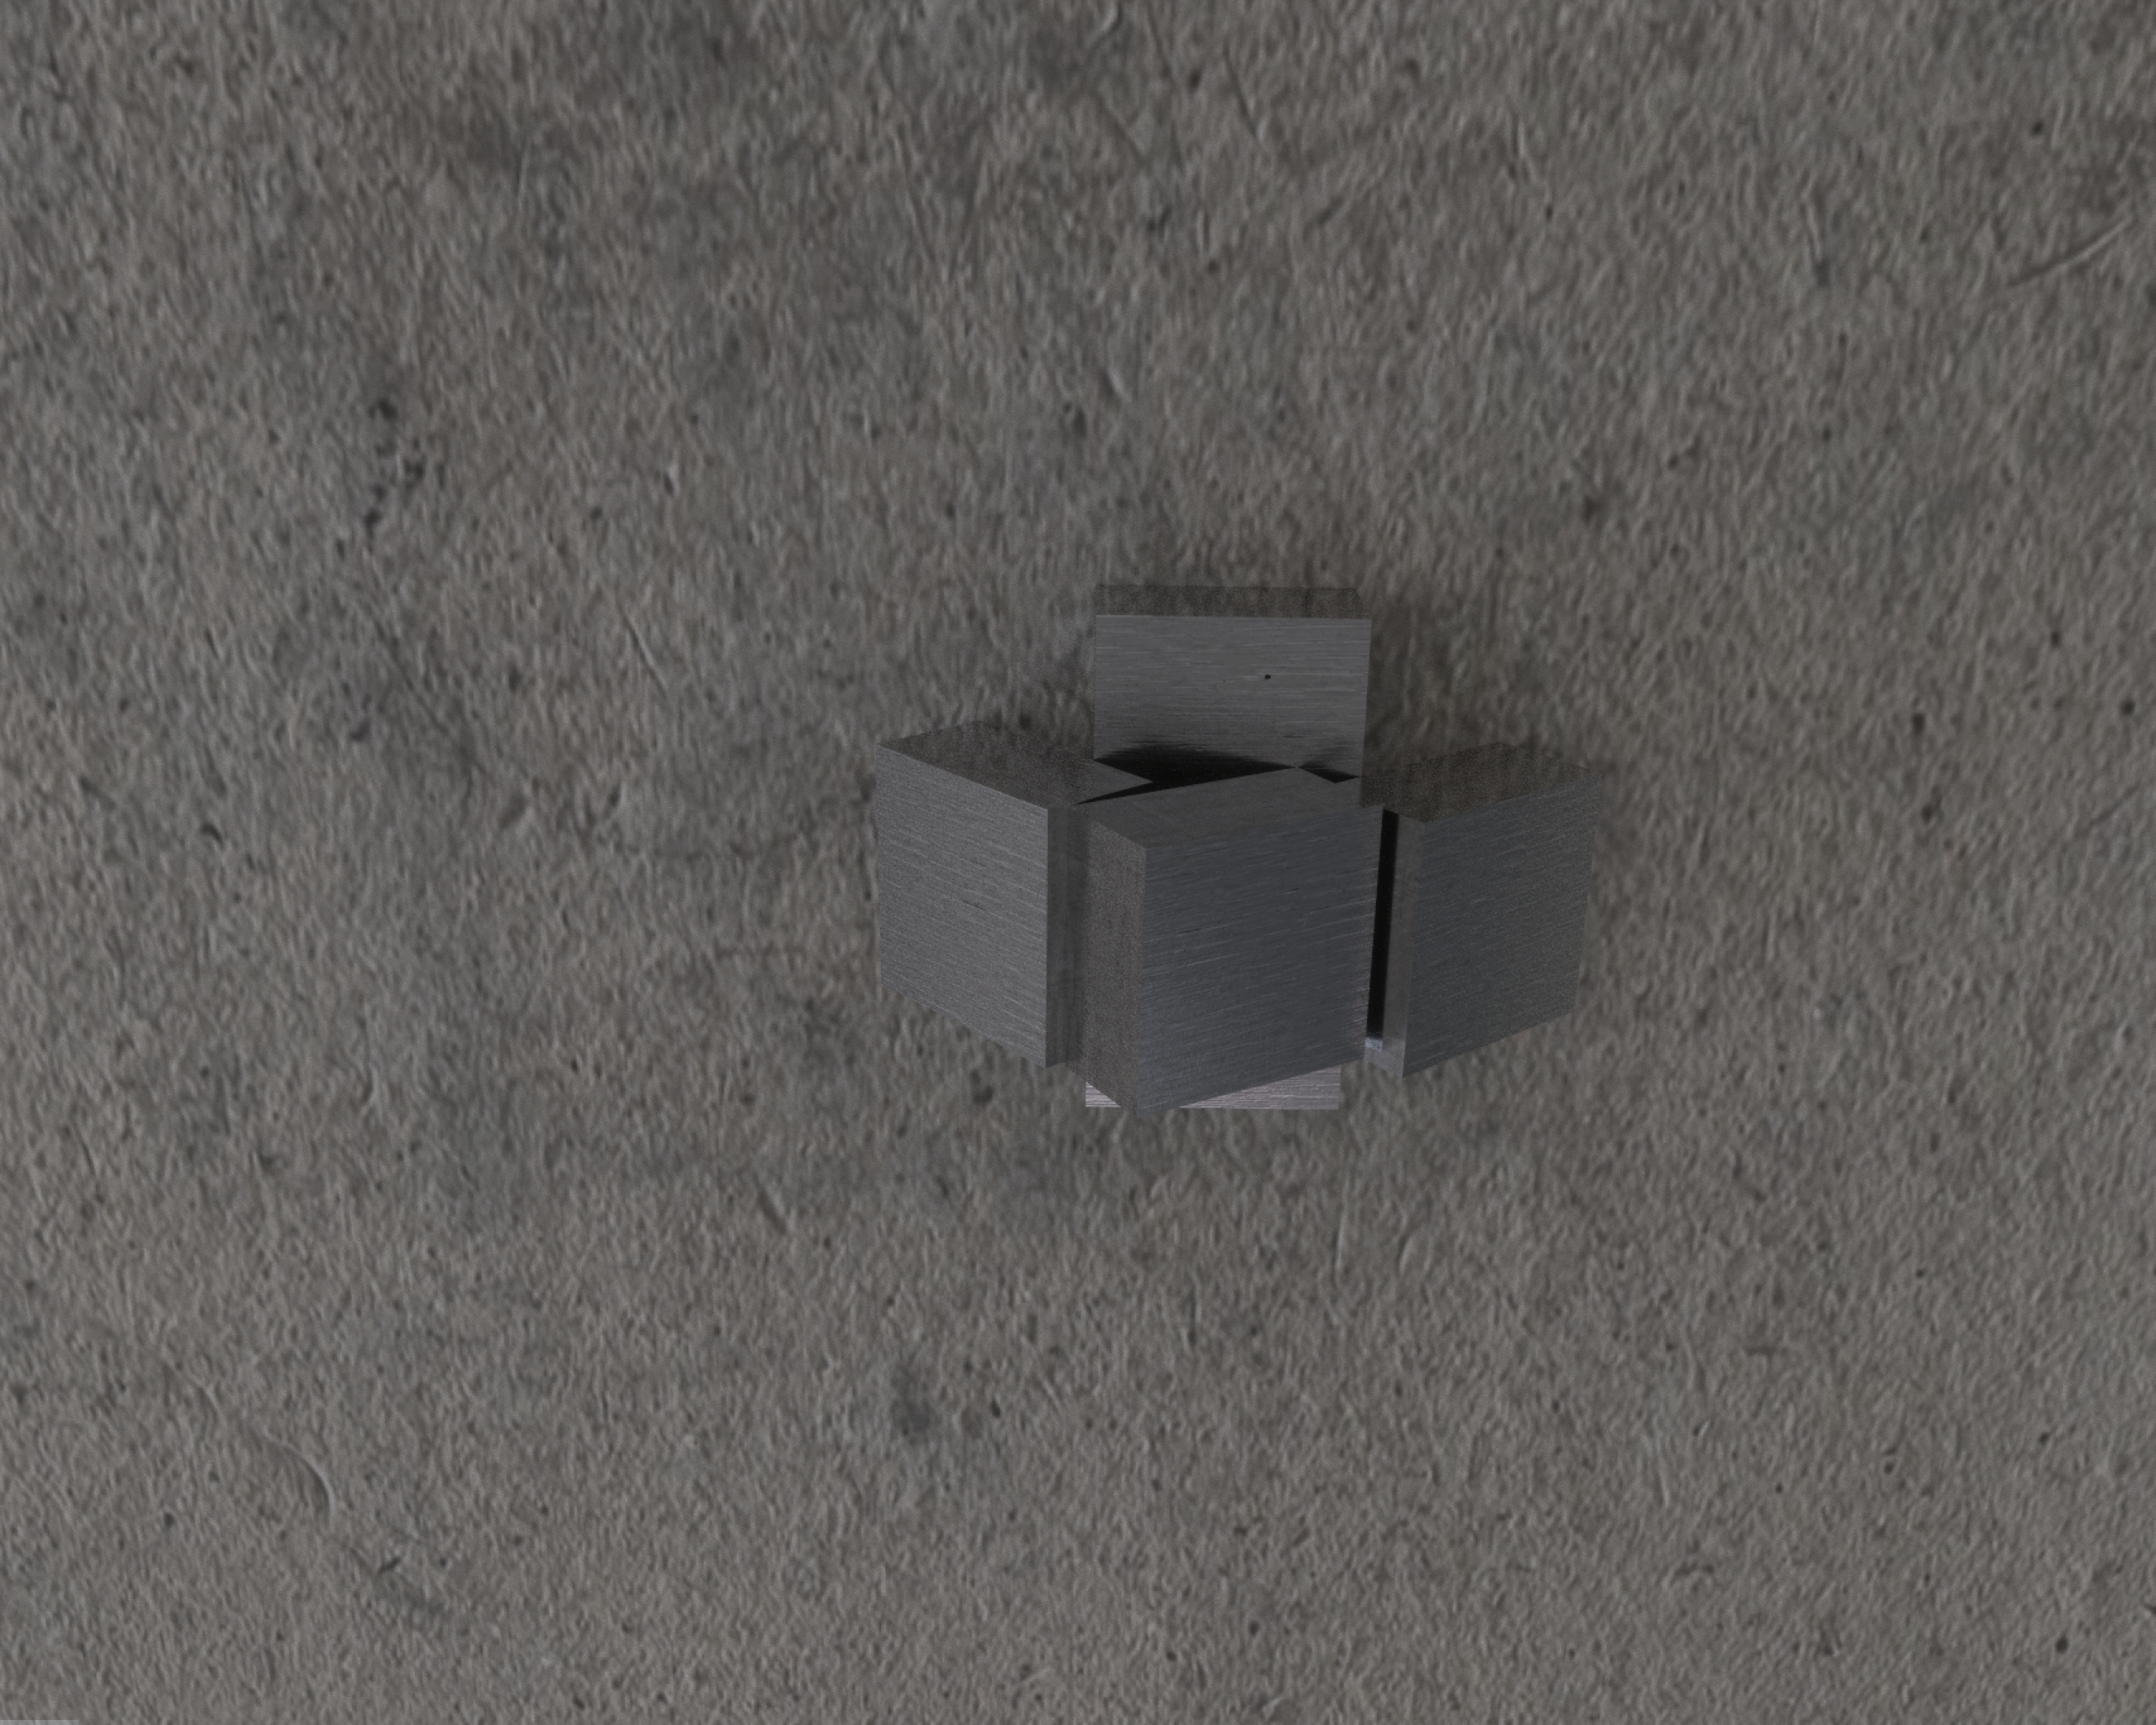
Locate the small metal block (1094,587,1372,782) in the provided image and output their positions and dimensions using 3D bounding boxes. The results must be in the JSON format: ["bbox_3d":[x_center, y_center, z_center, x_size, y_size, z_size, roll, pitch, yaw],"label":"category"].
[{"bbox_3d":[0.028,-0.026,0.400,0.050,0.025,0.050,1,110,-1],"label":"small metal block"}]

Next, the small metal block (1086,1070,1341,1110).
[{"bbox_3d":[0.027,0.021,0.418,0.050,0.025,0.050,1,110,-1],"label":"small metal block"}]

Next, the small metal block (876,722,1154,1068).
[{"bbox_3d":[-0.013,0.005,0.396,0.025,0.050,0.050,-16,116,-39],"label":"small metal block"}]

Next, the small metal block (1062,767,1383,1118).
[{"bbox_3d":[0.026,0.013,0.376,0.050,0.025,0.050,-11,113,-30],"label":"small metal block"}]

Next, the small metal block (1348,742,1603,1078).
[{"bbox_3d":[0.072,0.008,0.399,0.050,0.025,0.050,-15,116,-37],"label":"small metal block"}]
